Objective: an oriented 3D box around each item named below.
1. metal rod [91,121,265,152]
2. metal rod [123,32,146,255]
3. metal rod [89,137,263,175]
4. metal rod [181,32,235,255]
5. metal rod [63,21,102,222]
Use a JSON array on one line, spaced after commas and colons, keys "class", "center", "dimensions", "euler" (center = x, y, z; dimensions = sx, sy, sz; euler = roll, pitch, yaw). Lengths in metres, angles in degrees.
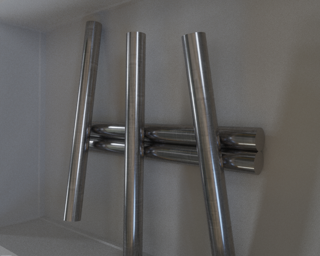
[{"class": "metal rod", "center": [-0.013, 0.006, 0.414], "dimensions": [0.300, 0.025, 0.025], "euler": [3, 92, 39]}, {"class": "metal rod", "center": [-0.033, 0.029, 0.398], "dimensions": [0.025, 0.025, 0.298], "euler": [2, 91, 39]}, {"class": "metal rod", "center": [-0.014, 0.031, 0.415], "dimensions": [0.300, 0.025, 0.025], "euler": [3, 92, 39]}, {"class": "metal rod", "center": [0.056, 0.052, 0.328], "dimensions": [0.025, 0.025, 0.298], "euler": [-5, 95, 39]}, {"class": "metal rod", "center": [-0.115, -0.015, 0.466], "dimensions": [0.025, 0.025, 0.298], "euler": [-1, 81, 39]}]
